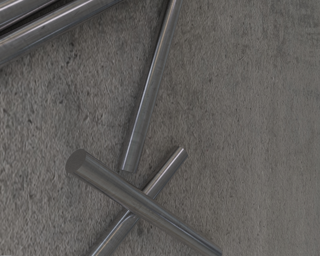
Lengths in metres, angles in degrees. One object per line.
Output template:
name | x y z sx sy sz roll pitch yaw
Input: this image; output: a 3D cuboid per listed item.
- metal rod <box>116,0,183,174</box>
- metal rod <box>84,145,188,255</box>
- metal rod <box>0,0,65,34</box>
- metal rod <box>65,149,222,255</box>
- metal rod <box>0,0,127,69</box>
metal rod | -0.003 -0.090 0.401 0.025 0.025 0.299 24 75 -38
metal rod | -0.059 0.132 0.355 0.301 0.025 0.025 -48 119 -29
metal rod | -0.071 -0.175 0.344 0.301 0.025 0.025 -45 117 -31
metal rod | 0.004 0.111 0.378 0.300 0.025 0.025 45 63 -40
metal rod | -0.071 -0.134 0.334 0.301 0.025 0.025 -42 116 -29
